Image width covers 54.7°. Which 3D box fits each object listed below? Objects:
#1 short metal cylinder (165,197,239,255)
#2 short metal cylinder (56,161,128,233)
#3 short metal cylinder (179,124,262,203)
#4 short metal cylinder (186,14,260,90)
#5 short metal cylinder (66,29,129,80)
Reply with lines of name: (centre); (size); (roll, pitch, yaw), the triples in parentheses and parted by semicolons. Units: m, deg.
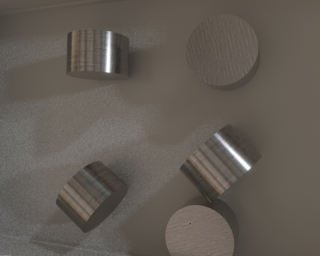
short metal cylinder: (0.053, 0.128, 0.378); (0.080, 0.050, 0.080); (0, 90, 20)
short metal cylinder: (-0.089, 0.091, 0.413); (0.050, 0.080, 0.080); (39, 103, 16)
short metal cylinder: (0.069, 0.040, 0.357); (0.080, 0.080, 0.050); (-46, 76, 14)
short metal cylinder: (0.077, -0.087, 0.370); (0.080, 0.050, 0.080); (0, 90, 20)
short metal cylinder: (-0.082, -0.093, 0.410); (0.080, 0.080, 0.050); (2, 91, 20)
